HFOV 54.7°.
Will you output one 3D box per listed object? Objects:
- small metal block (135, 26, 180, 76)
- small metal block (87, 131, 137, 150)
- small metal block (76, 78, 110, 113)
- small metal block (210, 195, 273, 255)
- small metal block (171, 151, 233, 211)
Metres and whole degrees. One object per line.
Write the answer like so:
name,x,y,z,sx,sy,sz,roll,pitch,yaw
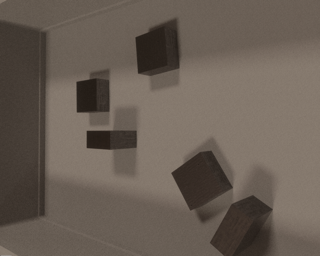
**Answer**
small metal block,-0.004,-0.099,0.408,0.050,0.025,0.050,-7,86,39
small metal block,-0.069,0.016,0.445,0.050,0.050,0.025,0,90,39
small metal block,-0.107,-0.050,0.492,0.050,0.025,0.050,-1,89,39
small metal block,0.085,0.101,0.320,0.025,0.050,0.050,36,112,34
small metal block,0.049,0.062,0.365,0.050,0.025,0.050,-41,65,32
